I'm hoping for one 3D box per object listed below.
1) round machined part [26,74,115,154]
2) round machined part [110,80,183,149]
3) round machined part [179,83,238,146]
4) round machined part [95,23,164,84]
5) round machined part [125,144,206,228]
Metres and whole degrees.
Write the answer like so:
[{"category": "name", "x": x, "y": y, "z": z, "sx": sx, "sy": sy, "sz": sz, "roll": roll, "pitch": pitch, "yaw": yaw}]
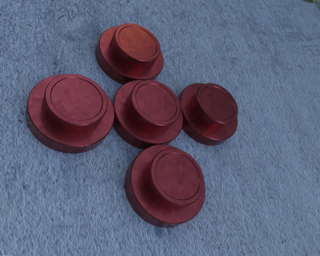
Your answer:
[{"category": "round machined part", "x": -0.099, "y": -0.023, "z": 0.356, "sx": 0.099, "sy": 0.042, "sz": 0.098, "roll": 14, "pitch": 56, "yaw": -21}, {"category": "round machined part", "x": -0.013, "y": -0.023, "z": 0.403, "sx": 0.099, "sy": 0.042, "sz": 0.098, "roll": 14, "pitch": 56, "yaw": -21}, {"category": "round machined part", "x": 0.074, "y": -0.026, "z": 0.452, "sx": 0.099, "sy": 0.042, "sz": 0.098, "roll": 14, "pitch": 56, "yaw": -21}, {"category": "round machined part", "x": -0.039, "y": -0.110, "z": 0.442, "sx": 0.099, "sy": 0.042, "sz": 0.098, "roll": 14, "pitch": 56, "yaw": -21}, {"category": "round machined part", "x": 0.012, "y": 0.063, "z": 0.363, "sx": 0.099, "sy": 0.042, "sz": 0.098, "roll": 14, "pitch": 56, "yaw": -21}]
